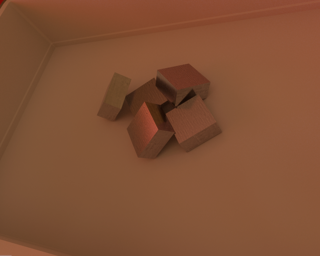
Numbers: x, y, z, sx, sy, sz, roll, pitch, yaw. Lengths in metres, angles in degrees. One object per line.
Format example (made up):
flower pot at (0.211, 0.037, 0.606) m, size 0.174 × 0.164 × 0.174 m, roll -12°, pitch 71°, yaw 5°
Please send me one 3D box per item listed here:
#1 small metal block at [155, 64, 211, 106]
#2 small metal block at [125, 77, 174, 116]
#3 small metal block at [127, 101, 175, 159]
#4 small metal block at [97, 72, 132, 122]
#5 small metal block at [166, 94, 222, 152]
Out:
small metal block at (0.029, -0.058, 0.408) m, size 0.050 × 0.025 × 0.050 m, roll -17°, pitch 46°, yaw -26°
small metal block at (-0.015, -0.034, 0.431) m, size 0.050 × 0.025 × 0.050 m, roll -33°, pitch 52°, yaw 6°
small metal block at (-0.013, 0.003, 0.392) m, size 0.050 × 0.025 × 0.050 m, roll -54°, pitch 44°, yaw 31°
small metal block at (-0.067, -0.044, 0.446) m, size 0.050 × 0.025 × 0.050 m, roll 138°, pitch 151°, yaw -61°
small metal block at (0.041, -0.006, 0.385) m, size 0.050 × 0.025 × 0.050 m, roll -31°, pitch 52°, yaw 7°
